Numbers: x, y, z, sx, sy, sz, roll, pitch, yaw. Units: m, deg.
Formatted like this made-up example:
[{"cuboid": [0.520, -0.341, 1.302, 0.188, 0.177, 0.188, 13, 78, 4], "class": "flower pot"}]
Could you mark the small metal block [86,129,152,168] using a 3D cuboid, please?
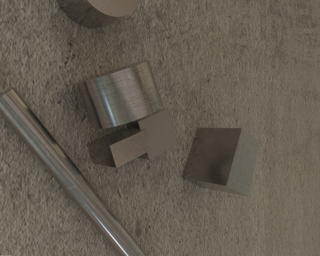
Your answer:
[{"cuboid": [-0.046, 0.021, 0.351, 0.050, 0.050, 0.025, -25, 106, -38], "class": "small metal block"}]

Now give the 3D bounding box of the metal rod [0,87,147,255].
[{"cuboid": [-0.074, 0.087, 0.344, 0.025, 0.025, 0.299, -46, 118, -30], "class": "metal rod"}]

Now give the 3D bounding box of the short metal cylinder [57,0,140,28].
[{"cuboid": [-0.067, -0.154, 0.334, 0.081, 0.050, 0.079, 0, 90, -40], "class": "short metal cylinder"}]

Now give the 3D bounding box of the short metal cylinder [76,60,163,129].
[{"cuboid": [-0.043, -0.037, 0.335, 0.081, 0.080, 0.050, -29, 109, -37], "class": "short metal cylinder"}]

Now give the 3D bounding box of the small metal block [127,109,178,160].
[{"cuboid": [-0.010, 0.007, 0.399, 0.050, 0.025, 0.050, -26, 107, -37], "class": "small metal block"}]

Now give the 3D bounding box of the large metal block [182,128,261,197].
[{"cuboid": [0.088, 0.046, 0.445, 0.050, 0.080, 0.080, 31, 71, -36], "class": "large metal block"}]
